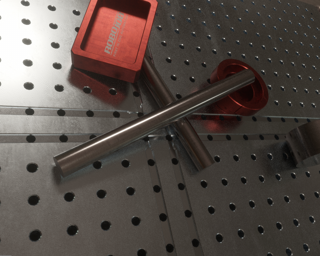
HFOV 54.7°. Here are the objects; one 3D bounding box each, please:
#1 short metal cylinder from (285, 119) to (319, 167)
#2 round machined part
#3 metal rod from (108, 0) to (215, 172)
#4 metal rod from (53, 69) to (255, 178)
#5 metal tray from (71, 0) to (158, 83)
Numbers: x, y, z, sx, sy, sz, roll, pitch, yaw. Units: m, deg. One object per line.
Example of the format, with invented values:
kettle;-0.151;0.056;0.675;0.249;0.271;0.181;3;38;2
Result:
short metal cylinder;0.249;0.026;0.494;0.081;0.080;0.050;1;61;-28
round machined part;0.123;-0.061;0.503;0.099;0.042;0.098;14;56;-21
metal rod;-0.012;-0.072;0.447;0.025;0.025;0.299;-21;73;-36
metal rod;0.013;-0.018;0.397;0.302;0.025;0.025;-26;76;-28
metal tray;-0.060;-0.134;0.430;0.091;0.030;0.130;15;65;-7
